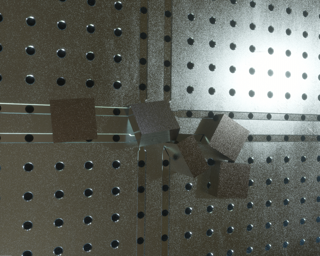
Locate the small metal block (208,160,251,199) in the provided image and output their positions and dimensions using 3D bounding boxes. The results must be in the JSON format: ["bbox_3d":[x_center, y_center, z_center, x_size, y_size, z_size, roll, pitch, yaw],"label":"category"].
[{"bbox_3d":[0.101,0.075,0.452,0.050,0.025,0.050,8,88,-20],"label":"small metal block"}]

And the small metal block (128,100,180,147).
[{"bbox_3d":[-0.009,-0.007,0.396,0.050,0.025,0.050,-9,52,-20],"label":"small metal block"}]

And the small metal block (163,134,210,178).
[{"bbox_3d":[0.033,0.035,0.413,0.025,0.050,0.050,-30,101,-18],"label":"small metal block"}]

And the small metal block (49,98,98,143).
[{"bbox_3d":[-0.105,-0.010,0.374,0.050,0.025,0.050,-5,92,-20],"label":"small metal block"}]

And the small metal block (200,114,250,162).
[{"bbox_3d":[0.094,0.014,0.449,0.050,0.025,0.050,32,79,-18],"label":"small metal block"}]
